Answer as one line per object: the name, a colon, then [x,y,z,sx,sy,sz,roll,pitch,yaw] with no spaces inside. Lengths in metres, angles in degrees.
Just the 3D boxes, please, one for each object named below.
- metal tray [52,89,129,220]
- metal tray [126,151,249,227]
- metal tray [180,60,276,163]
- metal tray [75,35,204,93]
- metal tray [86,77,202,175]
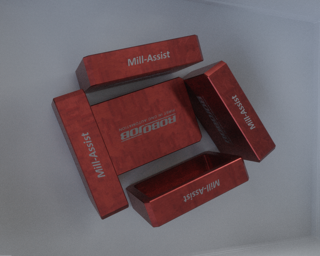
metal tray: [-0.081,0.027,0.344,0.030,0.090,0.129,-23,98,-19]
metal tray: [0.031,0.069,0.387,0.131,0.090,0.030,-22,98,-19]
metal tray: [0.083,-0.019,0.407,0.030,0.090,0.130,-38,103,-15]
metal tray: [-0.027,-0.073,0.364,0.131,0.090,0.030,-17,96,-20]
metal tray: [-0.019,-0.004,0.399,0.131,0.030,0.090,-21,97,-19]
